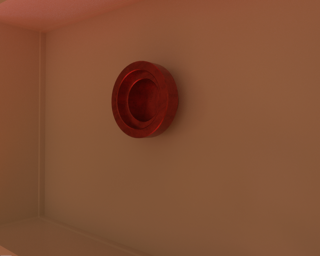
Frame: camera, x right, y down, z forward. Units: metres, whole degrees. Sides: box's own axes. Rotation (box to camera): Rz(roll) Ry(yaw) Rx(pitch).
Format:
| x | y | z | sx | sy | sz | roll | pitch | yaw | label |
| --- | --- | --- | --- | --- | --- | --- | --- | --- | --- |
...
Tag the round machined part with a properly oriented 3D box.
| x | y | z | sx | sy | sz | roll | pitch | yaw | label |
| --- | --- | --- | --- | --- | --- | --- | --- | --- | --- |
| -0.015 | -0.036 | 0.406 | 0.098 | 0.042 | 0.097 | 0 | 90 | 39 | round machined part |
